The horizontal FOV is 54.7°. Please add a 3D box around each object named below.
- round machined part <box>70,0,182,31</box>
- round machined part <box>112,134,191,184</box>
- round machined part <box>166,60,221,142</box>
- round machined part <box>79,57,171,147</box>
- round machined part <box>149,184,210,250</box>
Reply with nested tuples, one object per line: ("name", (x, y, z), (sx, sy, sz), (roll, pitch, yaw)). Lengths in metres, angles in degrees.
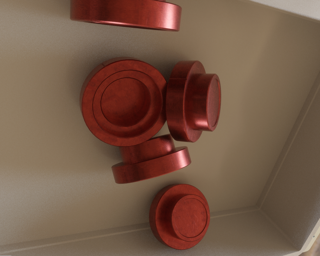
("round machined part", (-0.029, -0.114, 0.278), (0.099, 0.098, 0.042), (-3, 108, -28))
("round machined part", (-0.013, 0.035, 0.390), (0.099, 0.098, 0.042), (-15, 90, -21))
("round machined part", (0.045, -0.031, 0.369), (0.098, 0.042, 0.097), (4, 90, -67))
("round machined part", (-0.041, -0.032, 0.350), (0.099, 0.042, 0.097), (-8, 113, -19))
("round machined part", (0.037, 0.135, 0.471), (0.099, 0.042, 0.097), (5, 79, -27))
